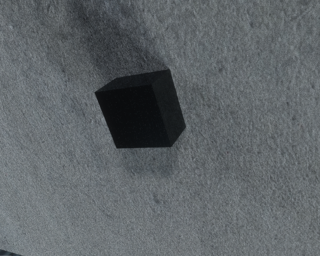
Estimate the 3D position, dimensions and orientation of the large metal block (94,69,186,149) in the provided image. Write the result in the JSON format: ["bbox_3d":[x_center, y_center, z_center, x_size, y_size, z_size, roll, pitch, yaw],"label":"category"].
[{"bbox_3d":[-0.022,-0.022,0.387,0.080,0.050,0.080,-4,117,29],"label":"large metal block"}]
